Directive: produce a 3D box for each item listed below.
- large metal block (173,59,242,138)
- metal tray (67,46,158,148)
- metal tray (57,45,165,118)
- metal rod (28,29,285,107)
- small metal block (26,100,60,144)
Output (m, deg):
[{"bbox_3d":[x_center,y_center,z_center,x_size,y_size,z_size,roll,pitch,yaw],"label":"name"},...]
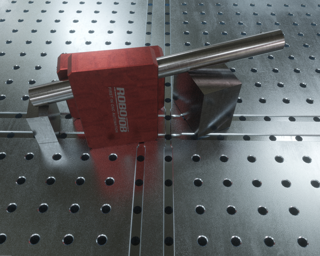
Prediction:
[{"bbox_3d":[0.058,-0.048,0.412,0.050,0.080,0.080,-18,53,-15],"label":"large metal block"},{"bbox_3d":[-0.049,-0.030,0.364,0.091,0.129,0.030,-7,51,-7],"label":"metal tray"},{"bbox_3d":[-0.060,-0.059,0.413,0.131,0.089,0.030,-7,52,-6],"label":"metal tray"},{"bbox_3d":[-0.004,-0.071,0.369,0.302,0.025,0.025,-13,51,1],"label":"metal rod"},{"bbox_3d":[-0.150,-0.016,0.402,0.025,0.050,0.050,-6,51,-6],"label":"small metal block"}]
